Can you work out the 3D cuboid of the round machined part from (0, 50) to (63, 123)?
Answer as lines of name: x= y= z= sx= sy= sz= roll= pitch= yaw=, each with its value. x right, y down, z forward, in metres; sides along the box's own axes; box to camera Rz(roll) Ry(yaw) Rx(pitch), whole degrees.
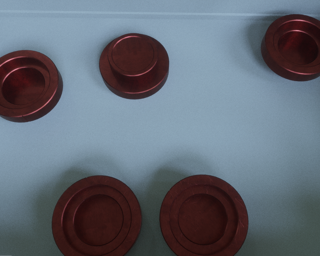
round machined part: x=-0.180 y=-0.052 z=0.418 sx=0.099 sy=0.042 sz=0.098 roll=0 pitch=70 yaw=0

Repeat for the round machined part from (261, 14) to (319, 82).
round machined part: x=0.193 y=-0.109 z=0.442 sx=0.099 sy=0.042 sz=0.098 roll=0 pitch=70 yaw=0

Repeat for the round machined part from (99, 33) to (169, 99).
round machined part: x=-0.036 y=-0.093 z=0.434 sx=0.099 sy=0.042 sz=0.098 roll=0 pitch=70 yaw=0

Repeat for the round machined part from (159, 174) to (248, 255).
round machined part: x=0.049 y=0.107 z=0.362 sx=0.099 sy=0.042 sz=0.098 roll=0 pitch=70 yaw=0

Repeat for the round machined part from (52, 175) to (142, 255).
round machined part: x=-0.070 y=0.107 z=0.361 sx=0.099 sy=0.042 sz=0.098 roll=0 pitch=70 yaw=0
